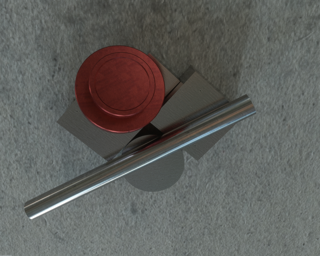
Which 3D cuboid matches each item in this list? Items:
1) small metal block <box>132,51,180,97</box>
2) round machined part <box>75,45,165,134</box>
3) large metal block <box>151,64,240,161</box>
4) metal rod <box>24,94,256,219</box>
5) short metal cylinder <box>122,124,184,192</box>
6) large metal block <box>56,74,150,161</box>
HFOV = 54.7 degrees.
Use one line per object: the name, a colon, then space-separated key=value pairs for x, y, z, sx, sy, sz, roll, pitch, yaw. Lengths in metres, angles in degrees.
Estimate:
small metal block: x=-0.011 y=-0.060 z=0.388 sx=0.050 sy=0.025 sz=0.050 roll=41 pitch=105 yaw=-14
round machined part: x=-0.042 y=-0.043 z=0.338 sx=0.099 sy=0.042 sz=0.097 roll=1 pitch=84 yaw=-12
large metal block: x=0.043 y=-0.020 z=0.391 sx=0.080 sy=0.050 sz=0.080 roll=40 pitch=105 yaw=-14
metal rod: x=-0.031 y=0.039 z=0.371 sx=0.301 sy=0.025 sz=0.025 roll=-26 pitch=108 yaw=9
short metal cylinder: x=-0.010 y=0.037 z=0.410 sx=0.081 sy=0.050 sz=0.079 roll=0 pitch=110 yaw=-1
large metal block: x=-0.066 y=-0.018 z=0.389 sx=0.080 sy=0.050 sz=0.080 roll=40 pitch=105 yaw=-14
